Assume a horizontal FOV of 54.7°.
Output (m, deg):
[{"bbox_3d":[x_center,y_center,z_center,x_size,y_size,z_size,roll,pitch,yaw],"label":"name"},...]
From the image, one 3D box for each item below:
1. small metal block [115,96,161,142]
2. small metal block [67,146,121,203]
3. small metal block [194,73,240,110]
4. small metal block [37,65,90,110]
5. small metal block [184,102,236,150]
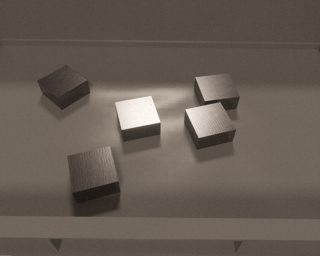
[{"bbox_3d":[-0.030,-0.013,0.416,0.050,0.025,0.050,-11,51,-10],"label":"small metal block"},{"bbox_3d":[-0.077,0.053,0.359,0.050,0.025,0.050,-13,51,-11],"label":"small metal block"},{"bbox_3d":[0.081,-0.051,0.449,0.050,0.025,0.050,-8,51,-7],"label":"small metal block"},{"bbox_3d":[-0.140,-0.060,0.454,0.050,0.025,0.050,36,58,26],"label":"small metal block"},{"bbox_3d":[0.065,-0.003,0.409,0.050,0.025,0.050,-12,51,-11],"label":"small metal block"}]
